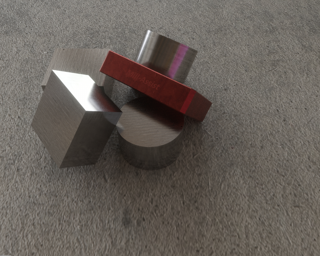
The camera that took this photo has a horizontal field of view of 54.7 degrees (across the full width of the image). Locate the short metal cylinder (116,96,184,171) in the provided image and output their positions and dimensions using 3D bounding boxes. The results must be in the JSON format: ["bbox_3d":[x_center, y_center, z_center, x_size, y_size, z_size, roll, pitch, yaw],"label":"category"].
[{"bbox_3d":[-0.012,0.006,0.384,0.081,0.050,0.080,0,50,0],"label":"short metal cylinder"}]

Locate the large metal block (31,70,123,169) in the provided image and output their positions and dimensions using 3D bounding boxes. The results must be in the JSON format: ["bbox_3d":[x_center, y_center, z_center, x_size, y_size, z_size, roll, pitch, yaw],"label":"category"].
[{"bbox_3d":[-0.102,-0.011,0.368,0.050,0.080,0.080,0,38,-50],"label":"large metal block"}]

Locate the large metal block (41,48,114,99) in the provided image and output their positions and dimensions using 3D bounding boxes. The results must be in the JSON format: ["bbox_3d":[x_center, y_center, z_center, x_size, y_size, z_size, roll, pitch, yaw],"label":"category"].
[{"bbox_3d":[-0.112,-0.069,0.443,0.080,0.050,0.080,1,50,0],"label":"large metal block"}]

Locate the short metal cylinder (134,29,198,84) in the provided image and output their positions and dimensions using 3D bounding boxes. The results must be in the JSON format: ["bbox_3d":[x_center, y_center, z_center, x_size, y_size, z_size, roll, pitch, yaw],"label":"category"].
[{"bbox_3d":[0.008,-0.103,0.450,0.080,0.050,0.080,22,14,-5],"label":"short metal cylinder"}]

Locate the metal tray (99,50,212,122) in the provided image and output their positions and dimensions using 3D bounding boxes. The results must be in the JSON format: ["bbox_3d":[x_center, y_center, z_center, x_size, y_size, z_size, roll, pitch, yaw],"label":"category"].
[{"bbox_3d":[-0.004,-0.054,0.409,0.130,0.090,0.030,29,96,22],"label":"metal tray"}]
